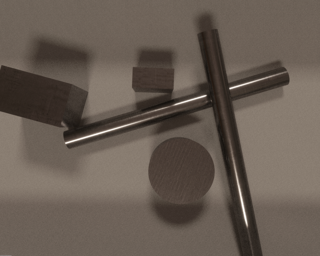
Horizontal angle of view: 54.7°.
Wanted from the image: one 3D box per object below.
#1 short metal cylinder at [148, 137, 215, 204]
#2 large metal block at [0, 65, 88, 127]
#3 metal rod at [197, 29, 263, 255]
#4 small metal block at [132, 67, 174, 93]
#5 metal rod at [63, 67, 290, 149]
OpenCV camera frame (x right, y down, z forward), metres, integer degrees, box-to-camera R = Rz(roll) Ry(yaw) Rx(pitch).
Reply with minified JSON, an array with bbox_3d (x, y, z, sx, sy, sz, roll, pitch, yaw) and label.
[{"bbox_3d":[0.026,0.052,0.399,0.081,0.050,0.079,0,90,-1],"label":"short metal cylinder"},{"bbox_3d":[-0.143,-0.035,0.382,0.080,0.080,0.050,15,90,-1],"label":"large metal block"},{"bbox_3d":[0.091,0.027,0.395,0.025,0.025,0.298,-13,97,0],"label":"metal rod"},{"bbox_3d":[-0.008,-0.061,0.399,0.050,0.050,0.025,2,90,-1],"label":"small metal block"},{"bbox_3d":[0.022,-0.027,0.411,0.302,0.025,0.025,-16,90,-1],"label":"metal rod"}]
